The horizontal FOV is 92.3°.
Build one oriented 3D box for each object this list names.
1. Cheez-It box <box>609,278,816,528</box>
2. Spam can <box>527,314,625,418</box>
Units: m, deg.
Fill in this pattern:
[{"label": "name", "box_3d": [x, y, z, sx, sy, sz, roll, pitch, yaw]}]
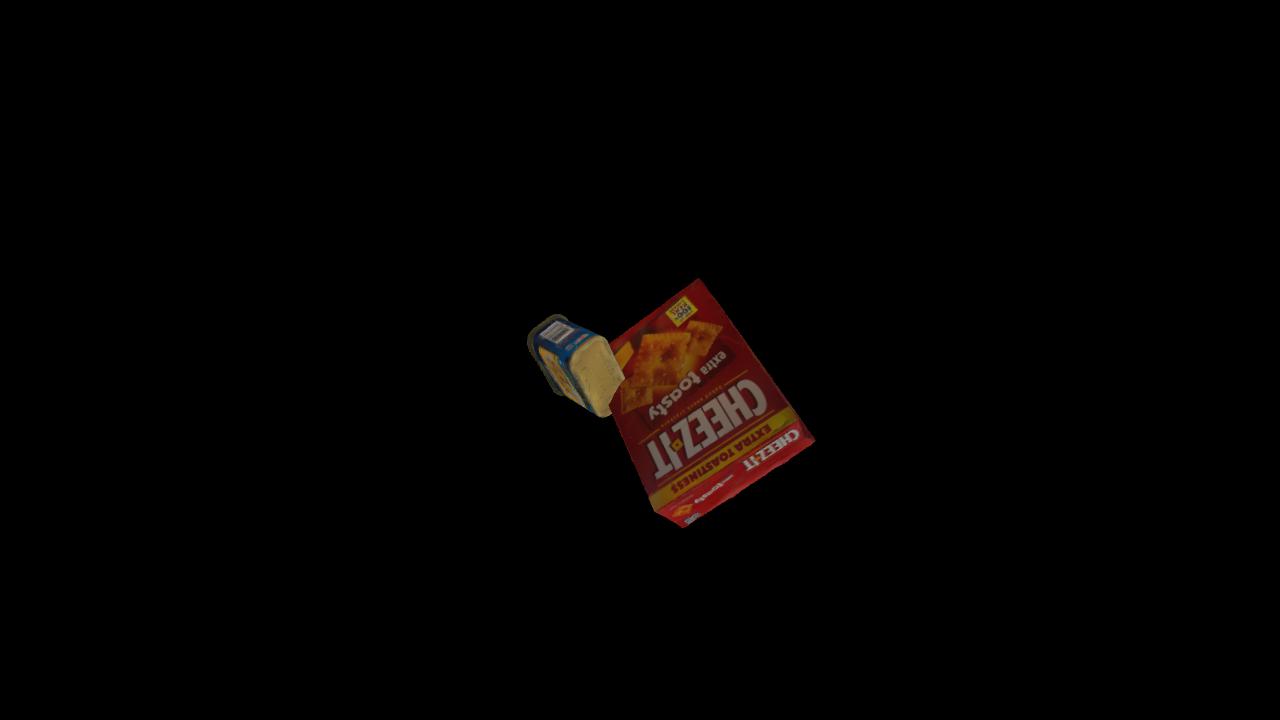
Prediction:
[{"label": "Cheez-It box", "box_3d": [0.055, 0.041, 0.663, 0.166, 0.223, 0.071, -36, -40, 10]}, {"label": "Spam can", "box_3d": [-0.067, 0.007, 0.685, 0.058, 0.101, 0.085, -41, 39, -21]}]
